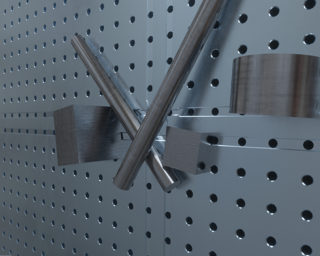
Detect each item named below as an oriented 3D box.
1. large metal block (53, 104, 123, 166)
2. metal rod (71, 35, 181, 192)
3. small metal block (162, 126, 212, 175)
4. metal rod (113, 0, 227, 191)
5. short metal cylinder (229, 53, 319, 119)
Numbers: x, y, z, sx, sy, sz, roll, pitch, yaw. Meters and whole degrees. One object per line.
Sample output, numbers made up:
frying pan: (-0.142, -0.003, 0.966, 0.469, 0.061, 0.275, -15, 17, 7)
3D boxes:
large metal block: (-0.105, 0.011, 0.461, 0.050, 0.081, 0.080, -12, 82, 39)
metal rod: (-0.061, -0.036, 0.459, 0.025, 0.025, 0.299, -50, 61, 28)
small metal block: (0.033, 0.026, 0.382, 0.050, 0.025, 0.050, 12, 98, 39)
metal rod: (0.016, -0.054, 0.376, 0.025, 0.025, 0.298, 36, 106, 34)
short metal cylinder: (0.107, -0.036, 0.286, 0.080, 0.081, 0.050, 6, 94, 40)
